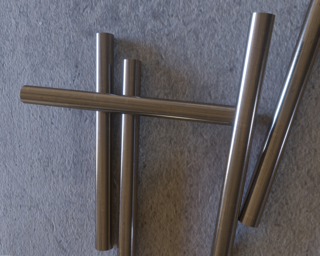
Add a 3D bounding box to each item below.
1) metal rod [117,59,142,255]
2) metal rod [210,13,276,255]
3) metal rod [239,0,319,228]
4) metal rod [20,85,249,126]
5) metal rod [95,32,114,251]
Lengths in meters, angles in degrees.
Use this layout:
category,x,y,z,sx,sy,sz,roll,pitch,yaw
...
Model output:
category,x,y,z,sx,sy,sz,roll,pitch,yaw
metal rod,-0.042,0.058,0.422,0.025,0.025,0.298,2,91,19
metal rod,0.090,0.026,0.354,0.025,0.025,0.298,11,102,19
metal rod,0.148,-0.029,0.356,0.025,0.025,0.298,18,96,18
metal rod,-0.034,-0.029,0.394,0.301,0.025,0.025,7,92,9
metal rod,-0.078,0.019,0.435,0.025,0.025,0.298,0,90,19
